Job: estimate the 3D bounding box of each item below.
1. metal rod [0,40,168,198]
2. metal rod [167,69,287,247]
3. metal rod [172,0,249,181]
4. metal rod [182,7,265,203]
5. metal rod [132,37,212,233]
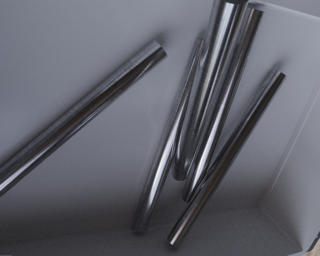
[{"bbox_3d":[-0.114,0.007,0.349,0.300,0.025,0.025,-40,129,-1],"label":"metal rod"},{"bbox_3d":[0.098,0.048,0.466,0.025,0.025,0.299,28,95,-38],"label":"metal rod"},{"bbox_3d":[0.041,-0.014,0.346,0.025,0.025,0.298,-19,150,-17],"label":"metal rod"},{"bbox_3d":[0.083,-0.016,0.443,0.025,0.025,0.298,0,118,-29],"label":"metal rod"},{"bbox_3d":[0.012,0.025,0.430,0.025,0.025,0.298,4,116,-31],"label":"metal rod"}]
